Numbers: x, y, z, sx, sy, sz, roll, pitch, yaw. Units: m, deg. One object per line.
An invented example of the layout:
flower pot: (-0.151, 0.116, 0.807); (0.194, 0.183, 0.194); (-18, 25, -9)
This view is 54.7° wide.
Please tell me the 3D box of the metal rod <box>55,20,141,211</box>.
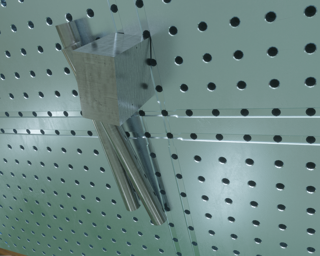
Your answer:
metal rod: (-0.082, -0.002, 0.451); (0.025, 0.025, 0.298); (-2, 118, 29)

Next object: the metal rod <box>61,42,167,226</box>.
metal rod: (-0.054, 0.024, 0.439); (0.025, 0.025, 0.299); (-7, 119, 31)

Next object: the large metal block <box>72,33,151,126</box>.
large metal block: (-0.051, -0.060, 0.364); (0.050, 0.080, 0.079); (13, 124, 21)
